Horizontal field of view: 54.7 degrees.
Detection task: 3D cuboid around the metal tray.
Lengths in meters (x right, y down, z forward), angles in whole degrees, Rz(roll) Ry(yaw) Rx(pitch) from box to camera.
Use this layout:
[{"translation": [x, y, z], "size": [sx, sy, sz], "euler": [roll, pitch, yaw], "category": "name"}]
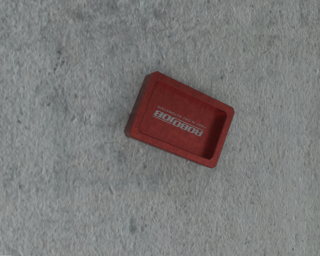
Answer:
[{"translation": [0.029, -0.009, 0.417], "size": [0.131, 0.030, 0.090], "euler": [23, 82, -19], "category": "metal tray"}]
